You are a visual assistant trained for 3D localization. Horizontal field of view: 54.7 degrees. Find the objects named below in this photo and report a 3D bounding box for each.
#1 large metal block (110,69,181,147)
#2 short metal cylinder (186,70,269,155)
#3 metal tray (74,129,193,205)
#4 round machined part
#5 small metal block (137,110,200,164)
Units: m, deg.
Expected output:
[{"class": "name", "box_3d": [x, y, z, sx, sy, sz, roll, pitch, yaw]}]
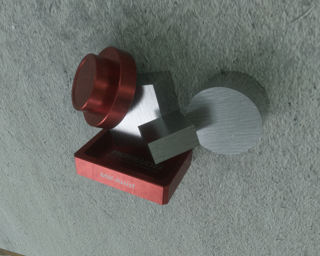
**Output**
[{"class": "large metal block", "box_3d": [-0.023, -0.023, 0.391, 0.080, 0.050, 0.080, -1, 118, 29]}, {"class": "short metal cylinder", "box_3d": [0.075, -0.017, 0.343, 0.080, 0.050, 0.079, 13, 124, 21]}, {"class": "metal tray", "box_3d": [-0.033, 0.042, 0.409, 0.130, 0.090, 0.030, 16, 125, 19]}, {"class": "round machined part", "box_3d": [-0.072, -0.050, 0.367, 0.042, 0.098, 0.098, 13, 140, -36]}, {"class": "small metal block", "box_3d": [0.008, 0.008, 0.334, 0.050, 0.050, 0.025, -23, 115, -7]}]
